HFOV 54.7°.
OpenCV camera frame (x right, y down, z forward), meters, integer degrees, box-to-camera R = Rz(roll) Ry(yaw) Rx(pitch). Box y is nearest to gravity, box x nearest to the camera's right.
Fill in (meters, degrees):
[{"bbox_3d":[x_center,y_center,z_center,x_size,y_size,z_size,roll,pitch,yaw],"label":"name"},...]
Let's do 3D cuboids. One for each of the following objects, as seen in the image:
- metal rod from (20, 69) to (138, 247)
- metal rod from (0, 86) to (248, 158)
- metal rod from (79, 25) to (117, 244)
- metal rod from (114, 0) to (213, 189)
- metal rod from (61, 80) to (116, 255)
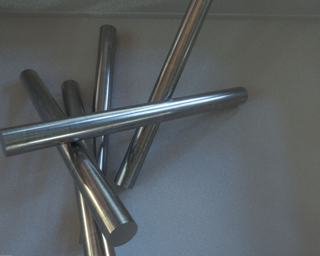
[{"bbox_3d":[-0.106,0.004,0.334,0.025,0.025,0.300,-35,45,-12],"label":"metal rod"},{"bbox_3d":[-0.010,-0.016,0.345,0.303,0.025,0.025,-13,68,-34],"label":"metal rod"},{"bbox_3d":[-0.079,-0.006,0.411,0.025,0.025,0.299,1,70,0],"label":"metal rod"},{"bbox_3d":[0.013,-0.067,0.378,0.025,0.025,0.299,24,93,8],"label":"metal rod"},{"bbox_3d":[-0.080,0.040,0.326,0.025,0.025,0.300,-18,45,-7],"label":"metal rod"}]
